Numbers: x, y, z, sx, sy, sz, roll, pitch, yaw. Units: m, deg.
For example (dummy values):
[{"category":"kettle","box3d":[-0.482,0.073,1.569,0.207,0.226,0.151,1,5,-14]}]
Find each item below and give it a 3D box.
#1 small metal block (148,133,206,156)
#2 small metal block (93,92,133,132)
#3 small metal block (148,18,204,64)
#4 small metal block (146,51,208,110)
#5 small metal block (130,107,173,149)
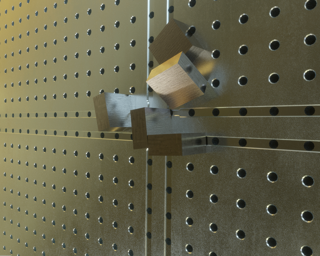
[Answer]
[{"category":"small metal block","box3d":[0.021,0.019,0.377,0.050,0.050,0.025,-4,88,40]},{"category":"small metal block","box3d":[-0.065,-0.022,0.448,0.025,0.050,0.050,-19,78,39]},{"category":"small metal block","box3d":[0.019,-0.101,0.394,0.050,0.025,0.050,-45,63,30]},{"category":"small metal block","box3d":[0.021,-0.056,0.375,0.050,0.050,0.025,-24,32,37]},{"category":"small metal block","box3d":[-0.010,0.001,0.402,0.025,0.050,0.050,-9,84,40]}]
